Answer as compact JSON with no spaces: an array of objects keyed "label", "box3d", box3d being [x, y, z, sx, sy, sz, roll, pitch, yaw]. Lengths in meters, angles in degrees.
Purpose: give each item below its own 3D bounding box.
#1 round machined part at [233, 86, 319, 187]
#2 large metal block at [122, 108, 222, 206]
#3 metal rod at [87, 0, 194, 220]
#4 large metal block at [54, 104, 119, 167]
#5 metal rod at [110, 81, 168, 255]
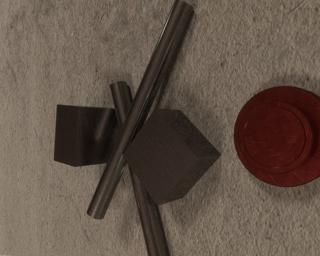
[{"label":"round machined part","box3d":[0.115,0.008,0.298,0.098,0.042,0.097,0,90,39]},{"label":"large metal block","box3d":[0.012,0.033,0.377,0.080,0.050,0.080,50,119,28]},{"label":"metal rod","box3d":[-0.029,-0.017,0.402,0.025,0.025,0.298,30,101,35]},{"label":"large metal block","box3d":[-0.102,0.009,0.451,0.050,0.081,0.079,8,95,39]},{"label":"metal rod","box3d":[-0.025,0.078,0.423,0.025,0.025,0.299,-23,76,37]}]
